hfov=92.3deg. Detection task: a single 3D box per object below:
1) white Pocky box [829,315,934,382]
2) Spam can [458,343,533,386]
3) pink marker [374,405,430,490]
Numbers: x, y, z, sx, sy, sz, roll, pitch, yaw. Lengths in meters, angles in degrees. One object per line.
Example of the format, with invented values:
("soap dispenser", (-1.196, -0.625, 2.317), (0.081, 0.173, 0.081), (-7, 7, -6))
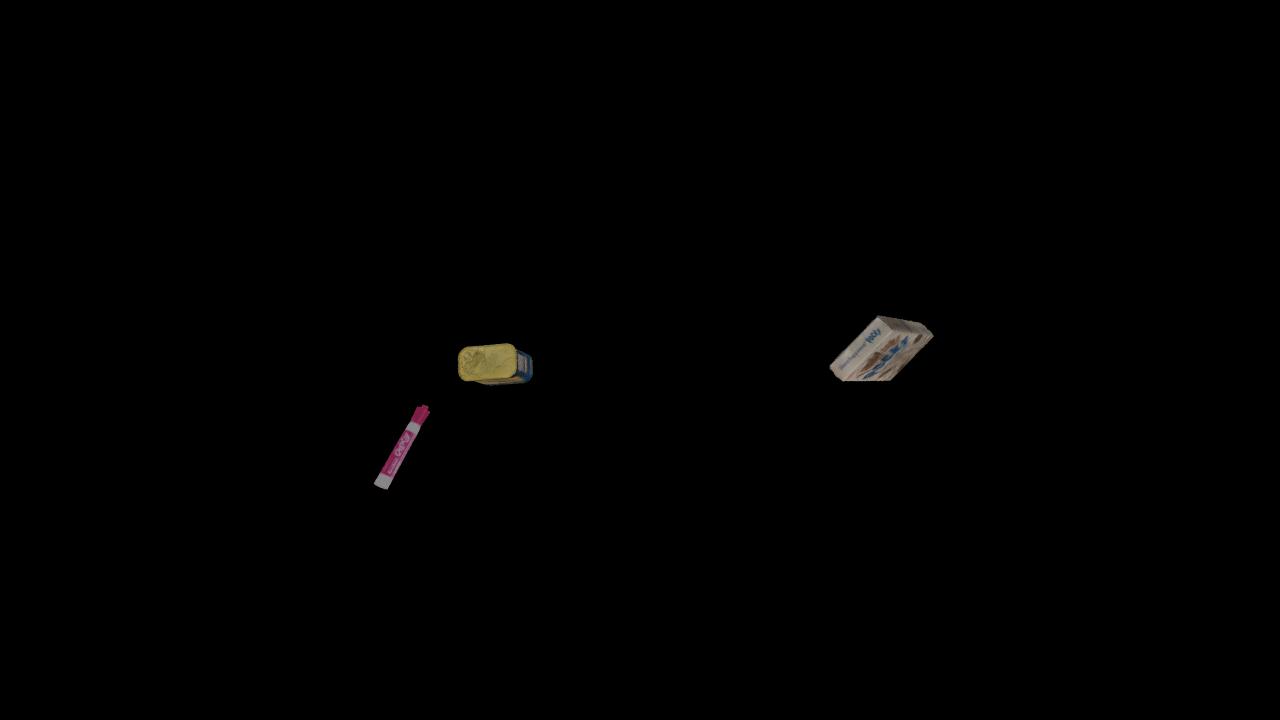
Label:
("white Pocky box", (0.296, -0.012, 0.746), (0.154, 0.084, 0.028), (1, 43, -49))
("Spam can", (-0.238, 0.010, 1.027), (0.101, 0.058, 0.085), (-4, -10, 10))
("pink marker", (-0.317, 0.114, 0.824), (0.020, 0.121, 0.020), (18, -25, 9))
